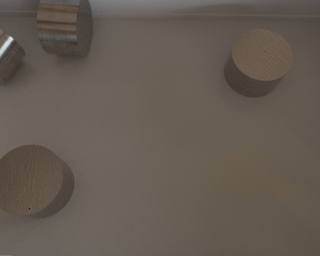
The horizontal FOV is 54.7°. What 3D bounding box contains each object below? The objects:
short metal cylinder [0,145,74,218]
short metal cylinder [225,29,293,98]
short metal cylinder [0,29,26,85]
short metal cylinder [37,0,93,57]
[{"bbox_3d":[-0.149,0.065,0.371,0.081,0.050,0.080,0,70,0],"label":"short metal cylinder"},{"bbox_3d":[0.135,-0.089,0.431,0.081,0.050,0.080,0,70,0],"label":"short metal cylinder"},{"bbox_3d":[-0.232,-0.101,0.415,0.080,0.080,0.050,23,72,8],"label":"short metal cylinder"},{"bbox_3d":[-0.129,-0.142,0.431,0.050,0.080,0.080,5,70,1],"label":"short metal cylinder"}]
